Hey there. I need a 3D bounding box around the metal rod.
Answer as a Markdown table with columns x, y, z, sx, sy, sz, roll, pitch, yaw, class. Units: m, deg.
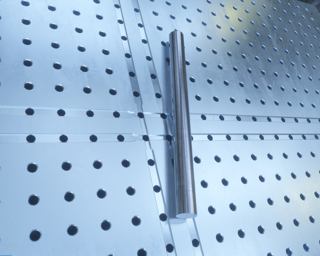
| x | y | z | sx | sy | sz | roll | pitch | yaw | class |
| --- | --- | --- | --- | --- | --- | --- | --- | --- | --- |
| 0.029 | -0.025 | 0.440 | 0.025 | 0.025 | 0.299 | 13 | 56 | -22 | metal rod |
